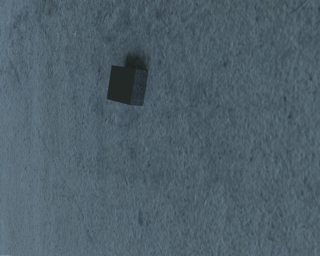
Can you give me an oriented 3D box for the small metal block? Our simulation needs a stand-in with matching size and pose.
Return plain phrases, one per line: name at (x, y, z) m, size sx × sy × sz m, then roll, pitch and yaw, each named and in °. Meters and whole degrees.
small metal block at (-0.047, -0.061, 0.445) m, size 0.050 × 0.025 × 0.050 m, roll 17°, pitch 101°, yaw 39°
